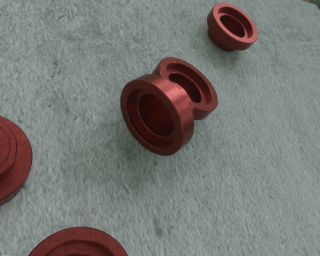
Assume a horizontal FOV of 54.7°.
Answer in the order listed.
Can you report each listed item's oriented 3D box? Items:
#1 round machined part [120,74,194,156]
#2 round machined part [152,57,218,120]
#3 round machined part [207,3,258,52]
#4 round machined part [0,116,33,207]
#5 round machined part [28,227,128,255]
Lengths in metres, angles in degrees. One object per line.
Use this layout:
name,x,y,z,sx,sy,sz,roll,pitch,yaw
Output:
round machined part,0.002,-0.019,0.371,0.042,0.097,0.098,-35,82,-38
round machined part,0.029,-0.049,0.431,0.099,0.042,0.098,24,40,-23
round machined part,0.129,-0.181,0.576,0.099,0.042,0.098,14,56,-21
round machined part,-0.170,0.026,0.286,0.099,0.042,0.098,14,56,-21
round machined part,-0.075,0.140,0.268,0.099,0.042,0.098,14,56,-21
